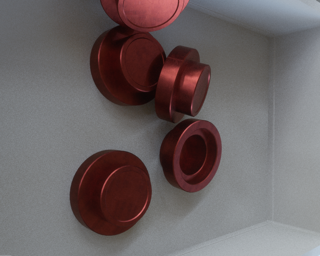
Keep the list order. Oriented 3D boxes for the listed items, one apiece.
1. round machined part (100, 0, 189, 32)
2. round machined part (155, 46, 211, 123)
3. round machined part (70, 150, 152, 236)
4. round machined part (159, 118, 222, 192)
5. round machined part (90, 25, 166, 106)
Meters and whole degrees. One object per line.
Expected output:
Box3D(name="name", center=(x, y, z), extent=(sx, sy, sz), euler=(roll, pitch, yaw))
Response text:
Box3D(name="round machined part", center=(-0.013, -0.139, 0.319), extent=(0.099, 0.098, 0.042), euler=(15, 49, -40))
Box3D(name="round machined part", center=(0.034, -0.052, 0.395), extent=(0.098, 0.042, 0.097), euler=(17, 91, -72))
Box3D(name="round machined part", center=(-0.048, 0.075, 0.357), extent=(0.099, 0.042, 0.097), euler=(0, 90, -40))
Box3D(name="round machined part", center=(0.038, 0.035, 0.424), extent=(0.099, 0.042, 0.097), euler=(-10, 105, -42))
Box3D(name="round machined part", center=(-0.030, -0.076, 0.372), extent=(0.099, 0.042, 0.097), euler=(-1, 91, -40))
